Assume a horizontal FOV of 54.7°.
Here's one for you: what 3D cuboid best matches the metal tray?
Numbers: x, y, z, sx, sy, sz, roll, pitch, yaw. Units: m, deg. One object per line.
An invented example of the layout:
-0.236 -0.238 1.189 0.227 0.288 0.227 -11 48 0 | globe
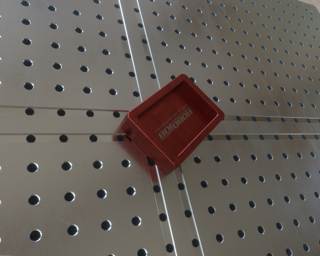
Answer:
0.022 -0.011 0.424 0.090 0.030 0.131 46 51 3 | metal tray
